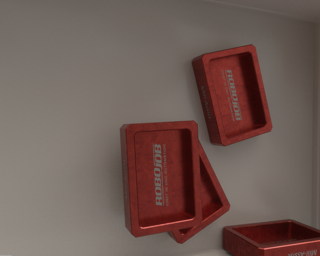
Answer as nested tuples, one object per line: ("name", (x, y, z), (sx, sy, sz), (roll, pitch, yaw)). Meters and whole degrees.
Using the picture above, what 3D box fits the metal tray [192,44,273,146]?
("metal tray", (0.106, -0.047, 0.448), (0.091, 0.030, 0.129), (-16, 96, -20))

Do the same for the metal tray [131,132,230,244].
("metal tray", (0.029, 0.076, 0.419), (0.091, 0.030, 0.129), (-30, 100, -18))

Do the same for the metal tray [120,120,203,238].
("metal tray", (0.002, 0.058, 0.377), (0.091, 0.030, 0.129), (-4, 91, -20))

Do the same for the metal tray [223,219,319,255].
("metal tray", (0.168, 0.162, 0.440), (0.131, 0.090, 0.030), (1, 90, -20))
